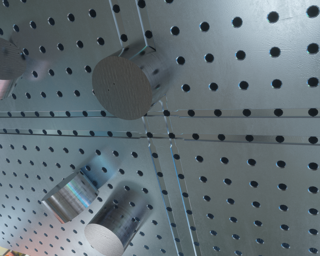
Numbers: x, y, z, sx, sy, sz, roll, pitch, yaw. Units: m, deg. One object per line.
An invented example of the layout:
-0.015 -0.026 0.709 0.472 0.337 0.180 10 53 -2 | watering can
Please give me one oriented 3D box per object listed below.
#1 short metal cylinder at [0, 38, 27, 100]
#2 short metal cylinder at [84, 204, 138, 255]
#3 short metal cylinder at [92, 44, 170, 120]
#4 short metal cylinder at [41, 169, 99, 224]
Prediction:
-0.244 -0.088 0.450 0.080 0.080 0.050 46 129 -4 | short metal cylinder
-0.087 0.184 0.555 0.080 0.050 0.079 13 124 21 | short metal cylinder
-0.035 -0.056 0.379 0.080 0.050 0.079 13 124 21 | short metal cylinder
-0.151 0.115 0.527 0.080 0.080 0.050 -29 102 37 | short metal cylinder
